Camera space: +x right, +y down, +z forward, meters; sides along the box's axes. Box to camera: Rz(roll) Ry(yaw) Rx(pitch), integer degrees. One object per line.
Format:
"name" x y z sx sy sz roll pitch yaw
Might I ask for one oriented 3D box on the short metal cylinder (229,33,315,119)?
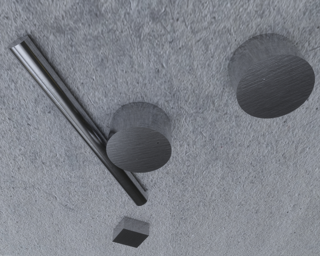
"short metal cylinder" 0.121 -0.057 0.344 0.081 0.050 0.079 0 130 0

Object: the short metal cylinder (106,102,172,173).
"short metal cylinder" -0.026 0.013 0.401 0.081 0.050 0.079 0 130 0

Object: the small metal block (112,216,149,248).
"small metal block" -0.054 0.193 0.571 0.050 0.025 0.050 22 127 -19

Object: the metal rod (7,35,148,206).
"metal rod" -0.090 0.013 0.416 0.025 0.025 0.299 -19 128 15
